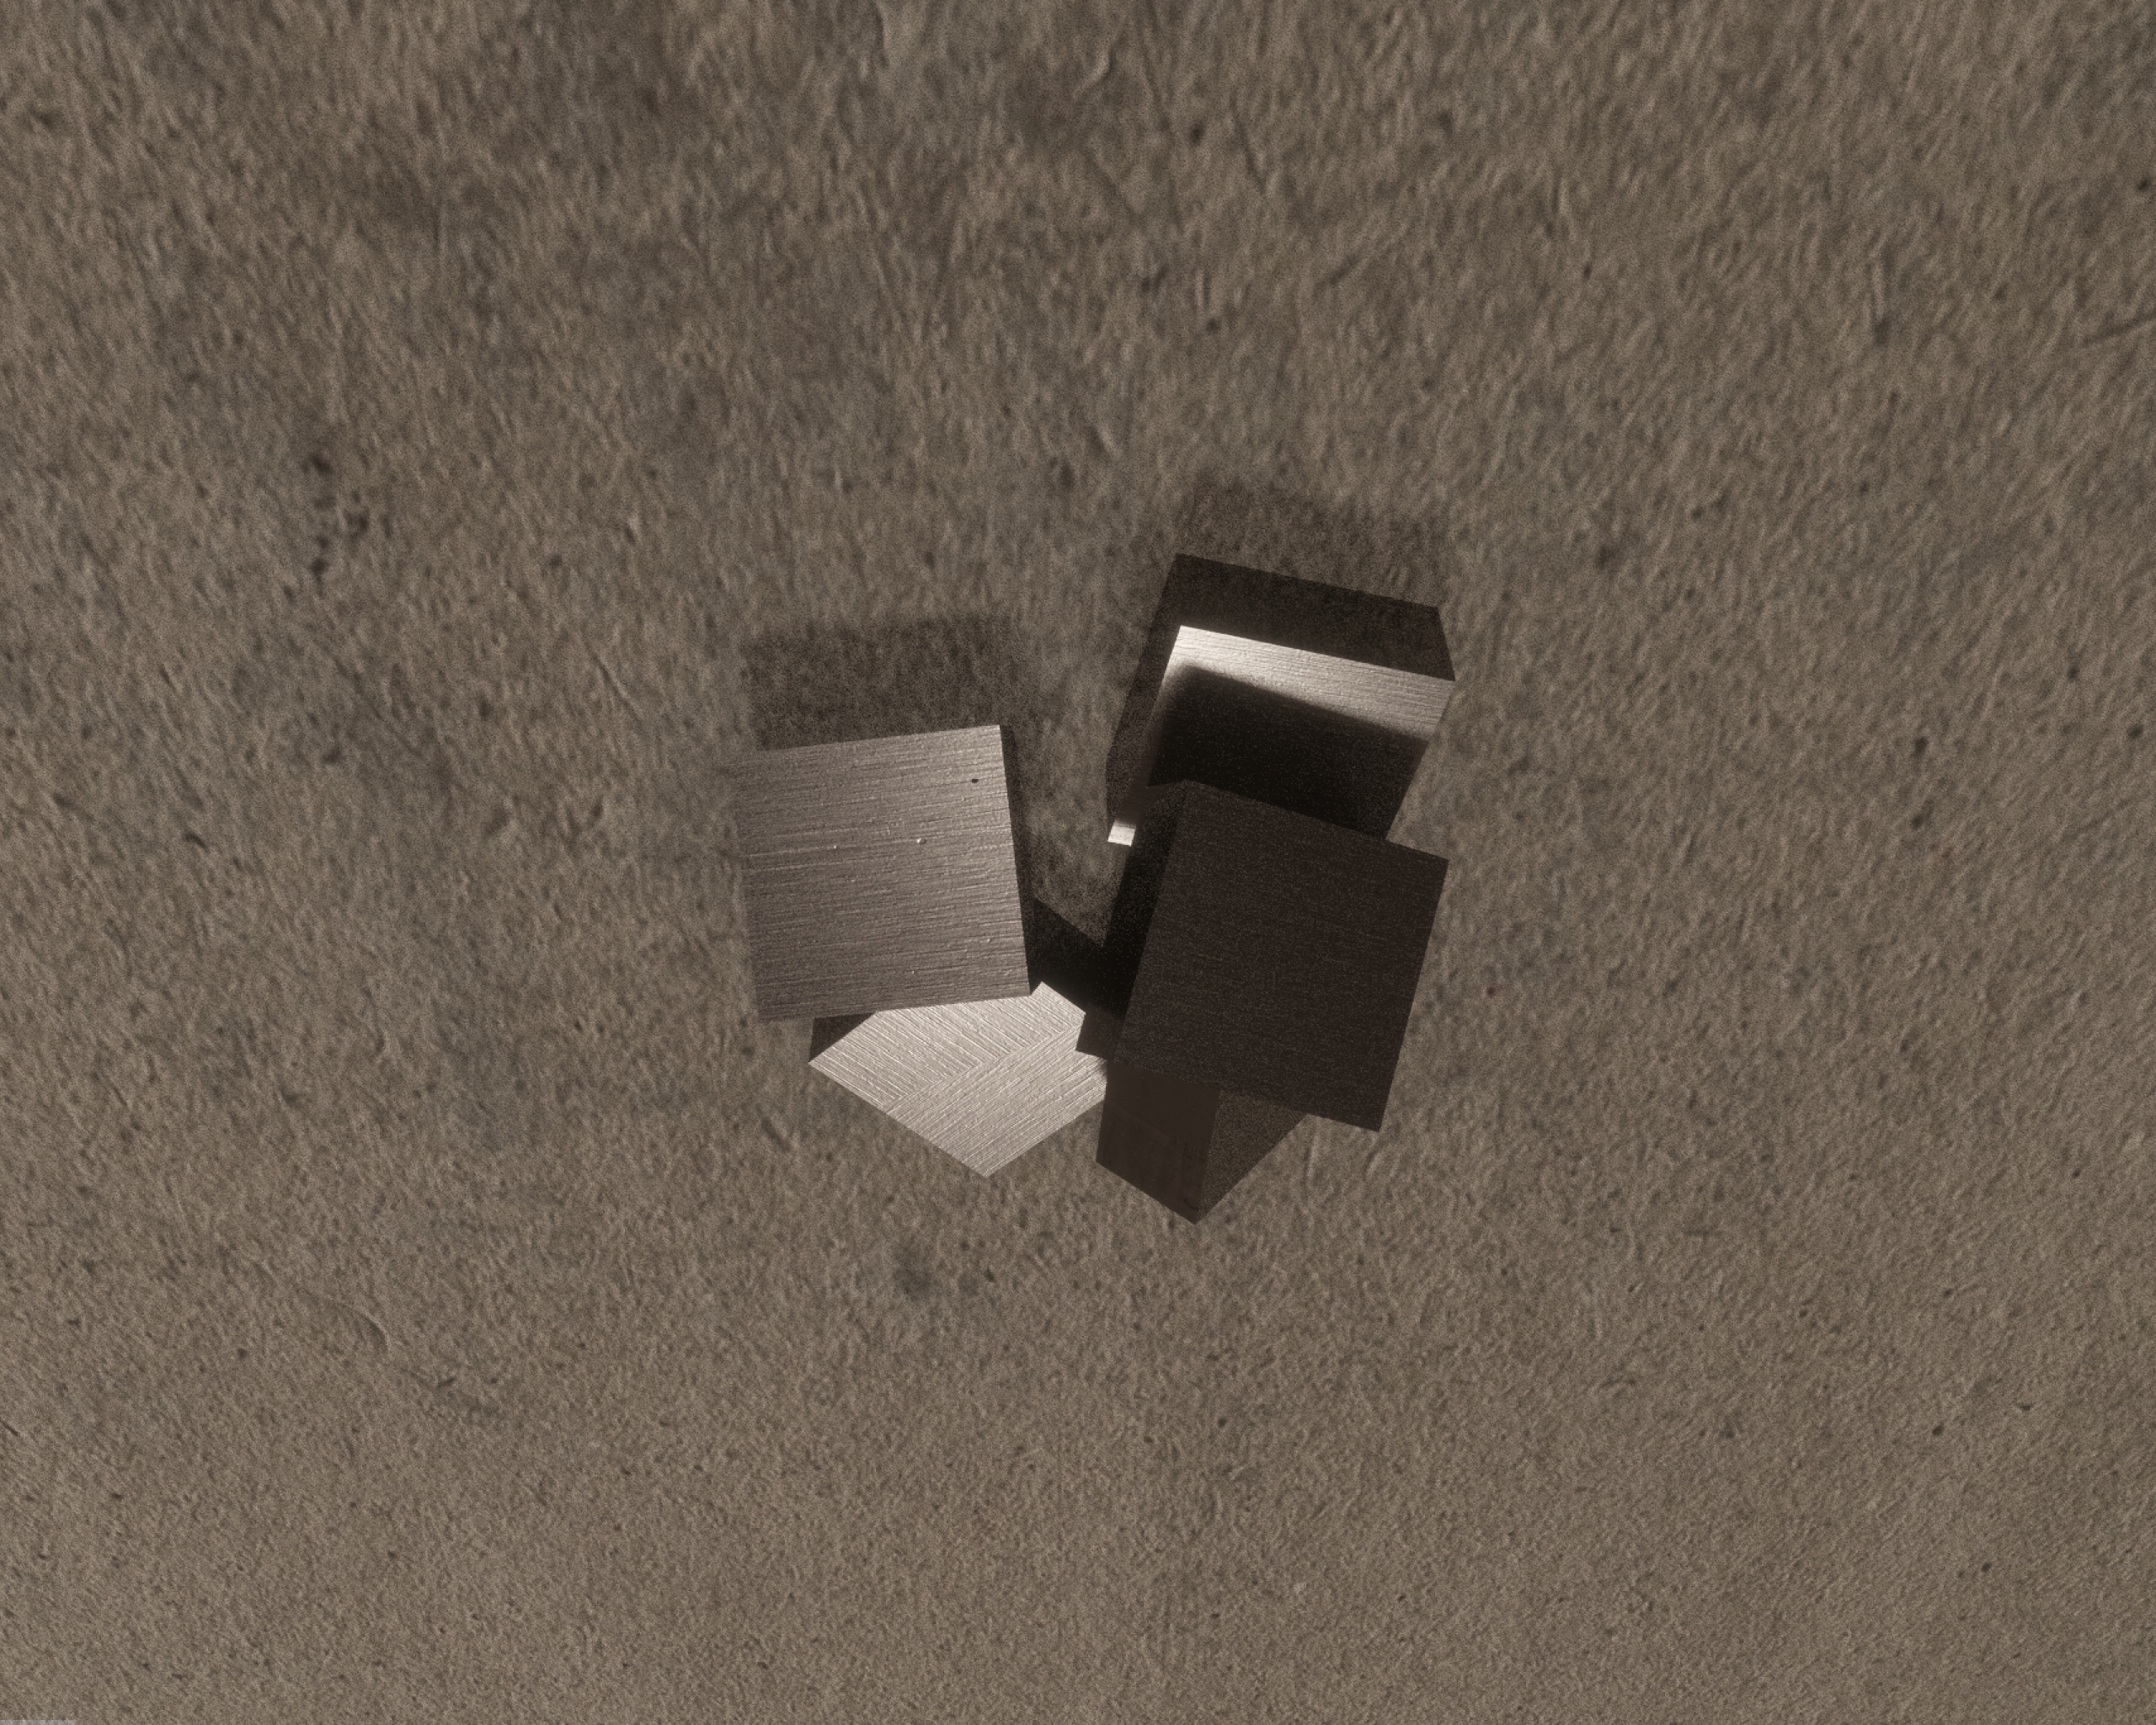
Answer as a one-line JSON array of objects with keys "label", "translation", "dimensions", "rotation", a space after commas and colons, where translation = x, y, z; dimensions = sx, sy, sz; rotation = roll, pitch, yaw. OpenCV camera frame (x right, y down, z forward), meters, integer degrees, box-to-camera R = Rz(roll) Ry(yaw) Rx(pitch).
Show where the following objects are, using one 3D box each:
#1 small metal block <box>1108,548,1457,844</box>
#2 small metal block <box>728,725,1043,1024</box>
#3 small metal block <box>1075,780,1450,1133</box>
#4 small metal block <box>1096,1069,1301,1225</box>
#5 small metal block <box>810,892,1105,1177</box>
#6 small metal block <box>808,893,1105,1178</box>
[{"label": "small metal block", "translation": [0.036, -0.026, 0.388], "dimensions": [0.050, 0.025, 0.050], "rotation": [11, 129, -10]}, {"label": "small metal block", "translation": [-0.035, 0.002, 0.393], "dimensions": [0.050, 0.025, 0.050], "rotation": [-6, 92, 4]}, {"label": "small metal block", "translation": [0.033, 0.017, 0.373], "dimensions": [0.050, 0.025, 0.050], "rotation": [17, 85, -14]}, {"label": "small metal block", "translation": [0.031, 0.036, 0.421], "dimensions": [0.025, 0.050, 0.050], "rotation": [30, 135, 25]}, {"label": "small metal block", "translation": [-0.019, 0.033, 0.437], "dimensions": [0.050, 0.025, 0.050], "rotation": [-37, 122, 27]}, {"label": "small metal block", "translation": [-0.020, 0.033, 0.437], "dimensions": [0.050, 0.025, 0.050], "rotation": [-37, 121, 27]}]
